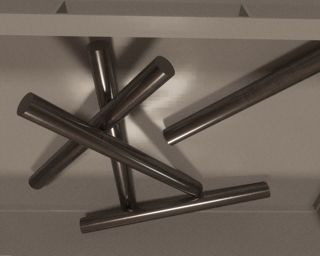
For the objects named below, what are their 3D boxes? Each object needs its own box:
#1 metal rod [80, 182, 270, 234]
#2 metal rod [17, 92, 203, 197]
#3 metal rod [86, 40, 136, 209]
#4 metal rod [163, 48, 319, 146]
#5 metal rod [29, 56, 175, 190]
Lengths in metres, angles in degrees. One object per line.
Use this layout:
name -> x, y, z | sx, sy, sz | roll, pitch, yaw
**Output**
metal rod -> 0.024, 0.127, 0.495 | 0.302, 0.025, 0.025 | -11, 130, 0
metal rod -> -0.034, 0.038, 0.392 | 0.025, 0.025, 0.301 | -32, 138, 24
metal rod -> -0.059, 0.025, 0.429 | 0.025, 0.025, 0.298 | -2, 130, 1
metal rod -> 0.135, -0.053, 0.366 | 0.300, 0.025, 0.025 | -28, 125, 21
metal rod -> -0.092, 0.011, 0.390 | 0.025, 0.025, 0.299 | 34, 130, -26
